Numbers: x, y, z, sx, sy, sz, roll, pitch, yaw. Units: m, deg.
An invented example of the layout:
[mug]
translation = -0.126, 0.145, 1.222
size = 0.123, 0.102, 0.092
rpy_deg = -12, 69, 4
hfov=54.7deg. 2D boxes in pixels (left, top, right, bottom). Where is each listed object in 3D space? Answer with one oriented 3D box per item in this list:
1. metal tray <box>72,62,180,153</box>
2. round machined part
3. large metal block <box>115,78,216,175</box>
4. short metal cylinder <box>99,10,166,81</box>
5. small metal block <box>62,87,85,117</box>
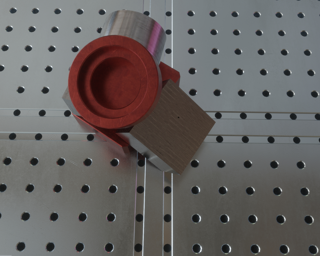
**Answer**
[metal tray]
translation = -0.044, -0.043, 0.425
size = 0.090, 0.030, 0.130
rpy_deg = 33, 73, 11
[round machined part]
translation = -0.046, -0.048, 0.340
size = 0.098, 0.042, 0.097
rpy_deg = 0, 90, 11
[large metal block]
translation = 0.007, -0.001, 0.379
size = 0.080, 0.050, 0.080
rpy_deg = 42, 72, -19
[short metal cylinder]
translation = -0.037, -0.099, 0.386
size = 0.080, 0.080, 0.050
rpy_deg = 13, 71, 4
[small metal block]
translation = -0.091, -0.044, 0.380
size = 0.025, 0.050, 0.050
rpy_deg = 18, 71, 6
